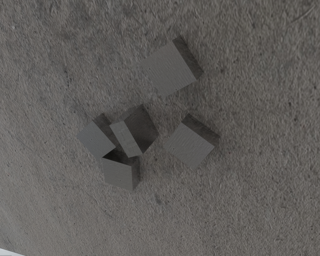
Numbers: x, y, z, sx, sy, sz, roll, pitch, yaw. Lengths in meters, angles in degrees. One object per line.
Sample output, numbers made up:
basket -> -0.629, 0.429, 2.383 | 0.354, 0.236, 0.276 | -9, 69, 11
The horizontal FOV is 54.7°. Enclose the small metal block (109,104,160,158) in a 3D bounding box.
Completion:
small metal block -> -0.032, 0.003, 0.410 | 0.025, 0.050, 0.050 | -17, 110, 35

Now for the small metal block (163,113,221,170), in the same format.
small metal block -> 0.040, 0.018, 0.397 | 0.050, 0.025, 0.050 | 36, 129, 3

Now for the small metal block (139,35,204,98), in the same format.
small metal block -> 0.013, -0.070, 0.357 | 0.050, 0.025, 0.050 | -25, 105, 37

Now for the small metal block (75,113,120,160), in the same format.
small metal block -> -0.089, 0.014, 0.463 | 0.050, 0.025, 0.050 | -35, 99, 38

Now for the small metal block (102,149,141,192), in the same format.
small metal block -> -0.059, 0.065, 0.478 | 0.050, 0.025, 0.050 | 14, 124, 20
